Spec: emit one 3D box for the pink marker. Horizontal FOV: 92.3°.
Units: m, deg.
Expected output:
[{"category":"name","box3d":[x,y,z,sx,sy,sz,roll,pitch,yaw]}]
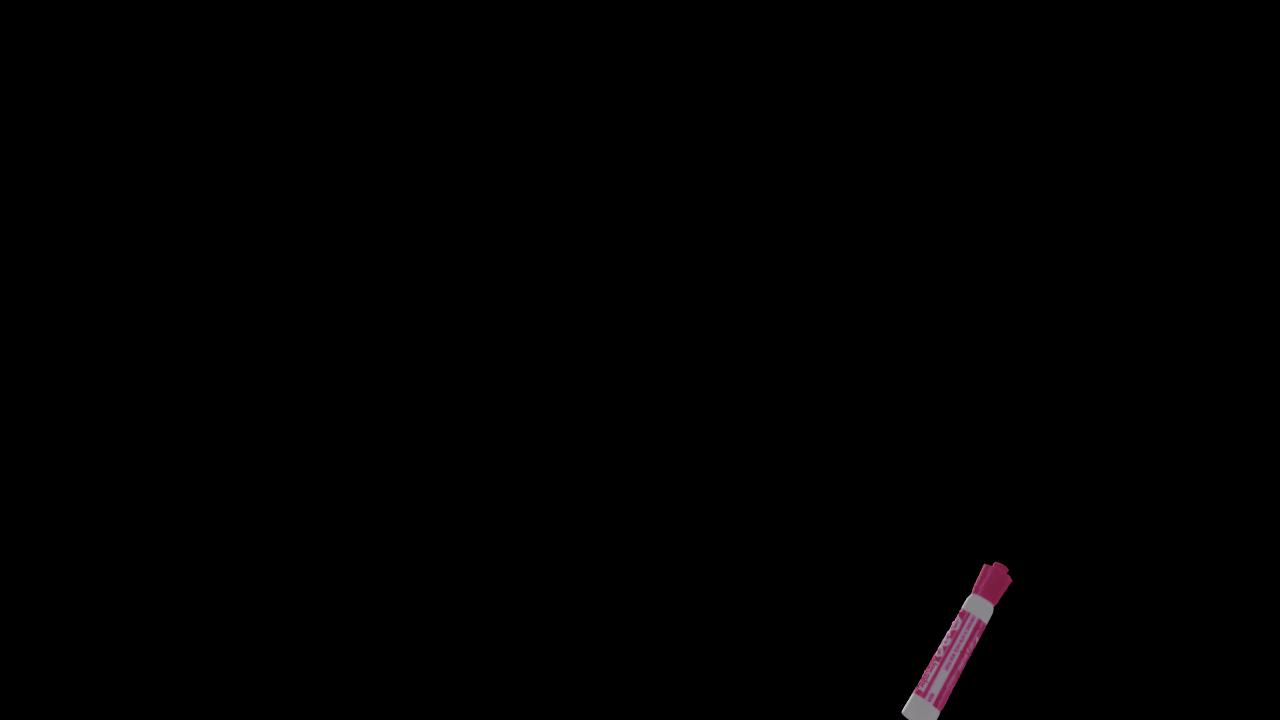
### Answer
[{"category":"pink marker","box3d":[0.212,0.187,0.408,0.020,0.121,0.020,36,-15,11]}]
